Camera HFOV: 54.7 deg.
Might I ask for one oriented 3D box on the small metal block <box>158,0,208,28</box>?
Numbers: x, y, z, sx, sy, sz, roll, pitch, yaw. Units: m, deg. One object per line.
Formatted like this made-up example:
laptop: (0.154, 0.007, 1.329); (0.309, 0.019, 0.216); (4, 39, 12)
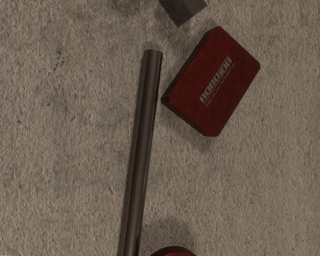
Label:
small metal block: (0.027, -0.167, 0.407); (0.025, 0.050, 0.050); (-42, 104, -15)

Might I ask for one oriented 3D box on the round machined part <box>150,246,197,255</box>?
round machined part: (0.012, 0.203, 0.405); (0.099, 0.042, 0.097); (0, 91, -23)

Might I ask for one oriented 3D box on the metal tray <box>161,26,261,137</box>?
metal tray: (0.073, -0.064, 0.435); (0.090, 0.030, 0.130); (37, 78, -17)

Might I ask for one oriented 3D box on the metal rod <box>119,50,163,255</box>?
metal rod: (-0.026, 0.049, 0.400); (0.025, 0.025, 0.298); (8, 87, -20)
